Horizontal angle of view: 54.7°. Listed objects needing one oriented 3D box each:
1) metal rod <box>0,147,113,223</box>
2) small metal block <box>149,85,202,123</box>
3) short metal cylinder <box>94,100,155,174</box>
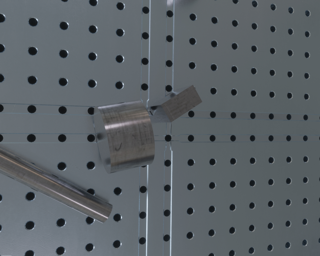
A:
[{"bbox_3d":[-0.188,0.030,0.343,0.301,0.025,0.025,32,80,-17],"label":"metal rod"},{"bbox_3d":[0.019,-0.031,0.406,0.050,0.050,0.025,-33,101,-17],"label":"small metal block"},{"bbox_3d":[-0.044,0.010,0.367,0.050,0.080,0.080,-11,94,-20],"label":"short metal cylinder"}]
